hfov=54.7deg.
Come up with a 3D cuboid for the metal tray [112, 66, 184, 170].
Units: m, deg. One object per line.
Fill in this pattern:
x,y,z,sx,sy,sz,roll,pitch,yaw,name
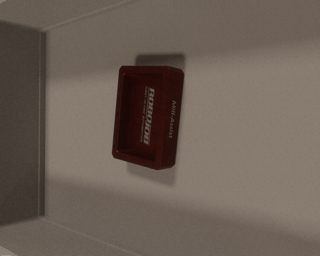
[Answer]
-0.019,-0.017,0.416,0.090,0.030,0.129,9,96,39,metal tray
